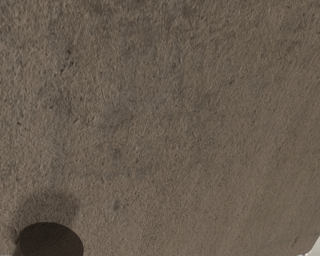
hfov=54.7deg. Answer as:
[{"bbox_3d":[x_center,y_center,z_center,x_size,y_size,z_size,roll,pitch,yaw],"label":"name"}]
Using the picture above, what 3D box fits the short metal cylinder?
[{"bbox_3d":[-0.146,0.168,0.397,0.081,0.080,0.050,15,110,-35],"label":"short metal cylinder"}]
